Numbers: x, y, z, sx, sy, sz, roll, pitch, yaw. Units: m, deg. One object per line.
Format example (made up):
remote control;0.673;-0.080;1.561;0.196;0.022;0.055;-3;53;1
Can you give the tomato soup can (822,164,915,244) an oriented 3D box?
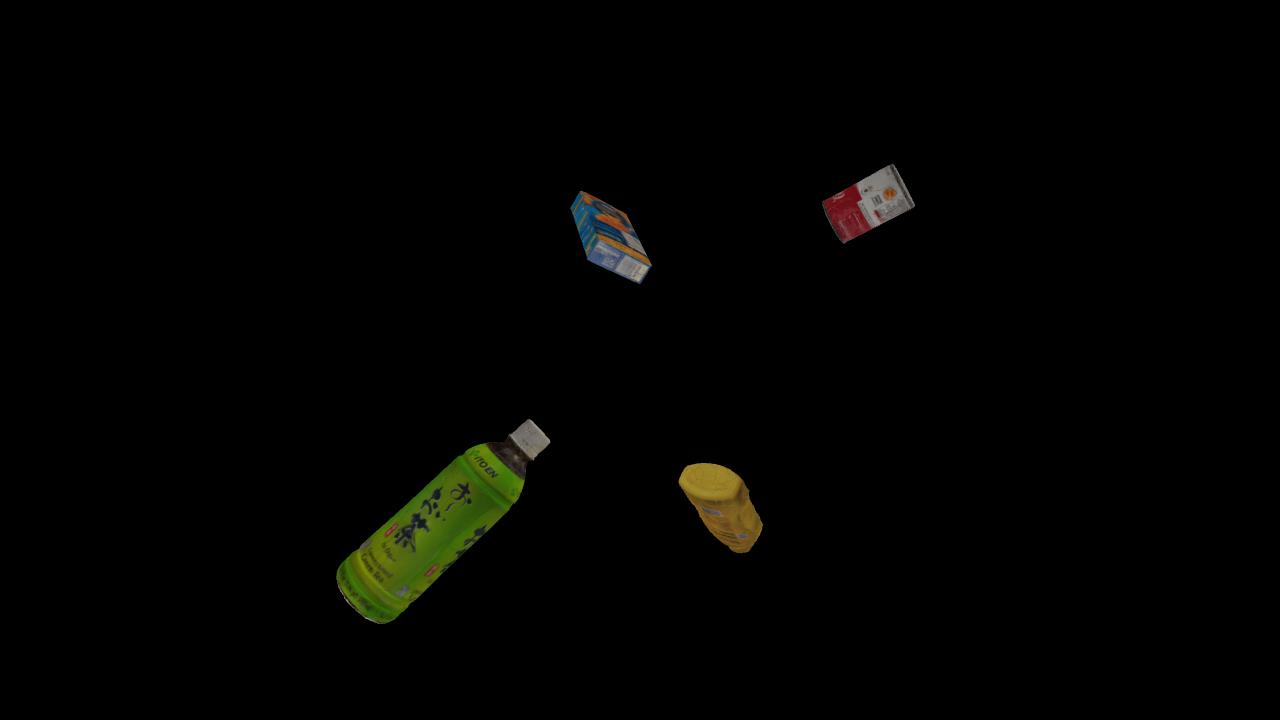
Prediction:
tomato soup can;0.310;-0.212;0.836;0.101;0.068;0.068;-26;-13;29

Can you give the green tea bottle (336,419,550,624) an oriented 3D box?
green tea bottle;-0.169;0.136;0.558;0.073;0.212;0.073;43;-11;10

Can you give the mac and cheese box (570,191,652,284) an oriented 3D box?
mac and cheese box;-0.047;-0.189;0.931;0.093;0.041;0.184;20;28;-28

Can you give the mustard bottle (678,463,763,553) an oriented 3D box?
mustard bottle;0.123;0.217;0.856;0.092;0.054;0.184;2;-42;32
